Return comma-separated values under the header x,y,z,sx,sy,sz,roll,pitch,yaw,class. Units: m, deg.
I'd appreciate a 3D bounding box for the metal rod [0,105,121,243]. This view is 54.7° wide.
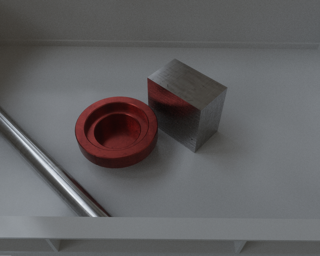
x,y,z,sx,sy,sz,roll,pitch,yaw,class
-0.158,0.027,0.379,0.300,0.025,0.025,36,58,26,metal rod

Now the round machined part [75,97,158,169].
x,y,z,sx,sy,sz,roll,pitch,yaw,class
-0.052,0.010,0.385,0.099,0.042,0.098,0,50,0,round machined part

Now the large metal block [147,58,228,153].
x,y,z,sx,sy,sz,roll,pitch,yaw,class
0.031,-0.028,0.393,0.080,0.080,0.050,35,58,25,large metal block
